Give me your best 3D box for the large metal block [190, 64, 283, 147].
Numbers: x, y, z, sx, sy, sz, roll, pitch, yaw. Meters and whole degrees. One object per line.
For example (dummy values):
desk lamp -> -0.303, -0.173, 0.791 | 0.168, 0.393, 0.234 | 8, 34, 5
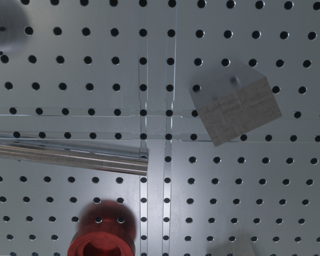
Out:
large metal block -> 0.086, -0.030, 0.374 | 0.080, 0.080, 0.050 | -26, 108, 9

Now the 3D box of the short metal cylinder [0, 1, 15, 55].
short metal cylinder -> -0.218, -0.117, 0.355 | 0.081, 0.050, 0.079 | 0, 110, 0

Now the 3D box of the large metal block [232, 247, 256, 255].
large metal block -> 0.133, 0.252, 0.494 | 0.080, 0.050, 0.080 | -28, 108, 9

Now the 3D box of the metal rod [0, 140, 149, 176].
metal rod -> -0.167, 0.035, 0.424 | 0.302, 0.025, 0.025 | 8, 110, -3

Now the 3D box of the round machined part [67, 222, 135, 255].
round machined part -> -0.086, 0.184, 0.472 | 0.099, 0.042, 0.097 | 0, 110, 0
